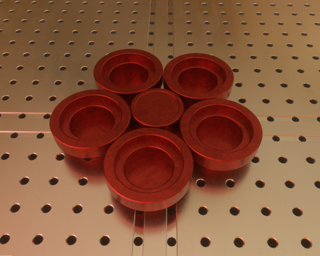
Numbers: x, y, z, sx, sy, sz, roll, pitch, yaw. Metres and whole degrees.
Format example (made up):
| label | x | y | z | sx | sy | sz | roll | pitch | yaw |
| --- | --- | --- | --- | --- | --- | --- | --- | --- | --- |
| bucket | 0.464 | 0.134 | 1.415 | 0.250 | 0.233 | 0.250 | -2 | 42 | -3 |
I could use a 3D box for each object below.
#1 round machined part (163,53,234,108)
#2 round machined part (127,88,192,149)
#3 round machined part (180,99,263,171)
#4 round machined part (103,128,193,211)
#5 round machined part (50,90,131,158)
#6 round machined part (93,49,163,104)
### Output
| label | x | y | z | sx | sy | sz | roll | pitch | yaw |
| --- | --- | --- | --- | --- | --- | --- | --- | --- | --- |
| round machined part | 0.054 | -0.062 | 0.449 | 0.099 | 0.042 | 0.098 | 0 | 50 | 0 |
| round machined part | -0.004 | -0.015 | 0.409 | 0.099 | 0.042 | 0.098 | 0 | 50 | 0 |
| round machined part | 0.073 | 0.012 | 0.387 | 0.099 | 0.042 | 0.098 | 0 | 50 | 0 |
| round machined part | -0.013 | 0.050 | 0.354 | 0.099 | 0.042 | 0.098 | 0 | 50 | 0 |
| round machined part | -0.085 | -0.001 | 0.397 | 0.099 | 0.042 | 0.098 | 0 | 50 | 0 |
| round machined part | -0.045 | -0.070 | 0.455 | 0.099 | 0.042 | 0.098 | 0 | 50 | 0 |
